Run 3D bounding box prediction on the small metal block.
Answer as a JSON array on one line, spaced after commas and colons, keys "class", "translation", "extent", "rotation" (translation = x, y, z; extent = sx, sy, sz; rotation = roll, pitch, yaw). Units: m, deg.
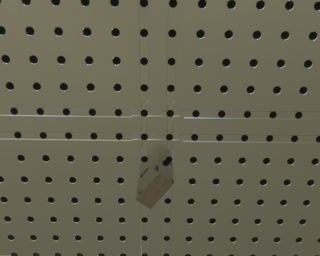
[{"class": "small metal block", "translation": [-0.007, 0.074, 0.427], "extent": [0.025, 0.050, 0.050], "rotation": [36, 106, -12]}]
